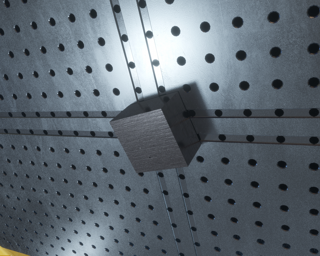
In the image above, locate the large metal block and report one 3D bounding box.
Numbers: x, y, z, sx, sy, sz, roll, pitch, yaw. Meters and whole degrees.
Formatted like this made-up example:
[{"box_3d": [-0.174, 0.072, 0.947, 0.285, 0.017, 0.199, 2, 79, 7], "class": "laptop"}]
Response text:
[{"box_3d": [-0.005, 0.008, 0.402, 0.080, 0.050, 0.080, -13, 112, 33], "class": "large metal block"}]
